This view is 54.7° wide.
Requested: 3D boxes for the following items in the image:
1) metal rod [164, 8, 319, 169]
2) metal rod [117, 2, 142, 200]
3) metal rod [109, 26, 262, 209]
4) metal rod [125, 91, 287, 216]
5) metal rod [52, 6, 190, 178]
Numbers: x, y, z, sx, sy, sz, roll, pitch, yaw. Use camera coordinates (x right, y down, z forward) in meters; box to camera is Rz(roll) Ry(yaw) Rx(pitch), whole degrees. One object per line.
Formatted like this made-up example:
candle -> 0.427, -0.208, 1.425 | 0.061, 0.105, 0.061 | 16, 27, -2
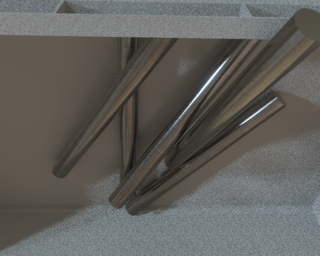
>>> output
metal rod -> 0.055, -0.007, 0.319 | 0.025, 0.025, 0.299 | 12, 156, -10
metal rod -> -0.041, -0.007, 0.402 | 0.025, 0.025, 0.298 | 3, 130, -3
metal rod -> 0.016, 0.005, 0.394 | 0.025, 0.025, 0.298 | 26, 119, -21
metal rod -> 0.050, 0.050, 0.452 | 0.025, 0.025, 0.299 | 33, 122, -25
metal rod -> -0.066, -0.017, 0.367 | 0.025, 0.025, 0.298 | 27, 133, -21
